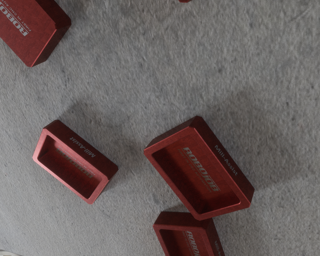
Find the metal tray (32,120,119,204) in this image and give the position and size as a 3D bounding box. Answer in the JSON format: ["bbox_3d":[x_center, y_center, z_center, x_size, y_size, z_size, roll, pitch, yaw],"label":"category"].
[{"bbox_3d":[-0.142,0.058,0.511,0.130,0.030,0.089,38,129,2],"label":"metal tray"}]

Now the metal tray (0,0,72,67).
[{"bbox_3d":[-0.188,-0.156,0.403,0.130,0.030,0.090,49,128,-7],"label":"metal tray"}]

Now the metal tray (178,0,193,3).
[{"bbox_3d":[0.013,-0.193,0.276,0.130,0.030,0.090,47,129,-6],"label":"metal tray"}]

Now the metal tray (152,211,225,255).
[{"bbox_3d":[0.052,0.194,0.495,0.090,0.030,0.129,-7,116,30],"label":"metal tray"}]

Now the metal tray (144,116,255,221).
[{"bbox_3d":[0.051,0.057,0.410,0.090,0.030,0.130,-30,102,37],"label":"metal tray"}]
